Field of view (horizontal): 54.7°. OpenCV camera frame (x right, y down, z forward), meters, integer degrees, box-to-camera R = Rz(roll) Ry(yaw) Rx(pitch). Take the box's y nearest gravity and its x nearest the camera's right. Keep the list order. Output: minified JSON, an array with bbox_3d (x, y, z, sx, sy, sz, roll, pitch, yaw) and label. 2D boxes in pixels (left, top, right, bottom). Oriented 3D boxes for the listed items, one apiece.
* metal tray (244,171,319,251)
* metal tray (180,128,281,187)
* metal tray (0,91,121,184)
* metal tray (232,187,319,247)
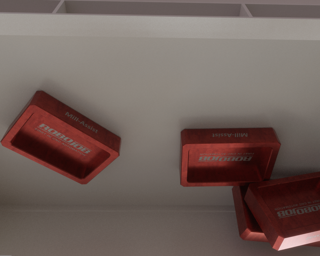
[{"bbox_3d":[0.198,0.111,0.434,0.131,0.090,0.030,-7,129,-13],"label":"metal tray"},{"bbox_3d":[0.095,0.044,0.444,0.131,0.030,0.089,-1,130,0],"label":"metal tray"},{"bbox_3d":[-0.130,0.018,0.419,0.130,0.030,0.090,34,122,-26],"label":"metal tray"},{"bbox_3d":[0.183,0.128,0.476,0.131,0.090,0.030,8,136,-7],"label":"metal tray"}]
